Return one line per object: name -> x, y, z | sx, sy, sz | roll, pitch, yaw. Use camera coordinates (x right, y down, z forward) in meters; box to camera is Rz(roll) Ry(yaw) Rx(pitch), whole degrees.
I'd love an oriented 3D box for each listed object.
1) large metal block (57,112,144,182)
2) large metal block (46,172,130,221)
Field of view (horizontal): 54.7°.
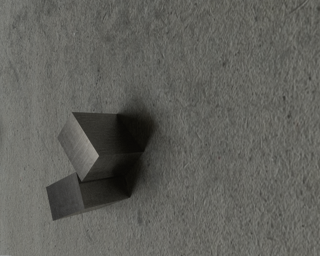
large metal block -> -0.084, 0.024, 0.439 | 0.080, 0.081, 0.050 | 52, 120, 27
large metal block -> -0.106, 0.095, 0.457 | 0.080, 0.081, 0.050 | -28, 73, 37
